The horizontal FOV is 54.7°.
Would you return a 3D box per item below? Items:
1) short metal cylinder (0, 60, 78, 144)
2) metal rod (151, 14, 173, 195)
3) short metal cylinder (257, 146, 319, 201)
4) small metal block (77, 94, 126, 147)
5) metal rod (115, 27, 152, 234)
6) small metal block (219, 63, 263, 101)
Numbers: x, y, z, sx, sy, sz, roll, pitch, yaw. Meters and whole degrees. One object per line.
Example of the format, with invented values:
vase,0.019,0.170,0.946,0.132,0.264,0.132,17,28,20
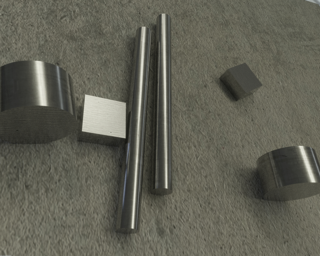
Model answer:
short metal cylinder,-0.128,-0.023,0.314,0.081,0.080,0.050,1,62,-28
metal rod,0.004,-0.053,0.438,0.025,0.025,0.299,14,56,-20
short metal cylinder,0.178,0.065,0.425,0.081,0.080,0.050,10,58,-23
small metal block,-0.069,-0.008,0.371,0.050,0.025,0.050,11,57,-23
metal rod,-0.029,-0.020,0.400,0.025,0.025,0.300,15,56,-20
small metal block,0.138,-0.079,0.526,0.050,0.025,0.050,-25,75,-37
